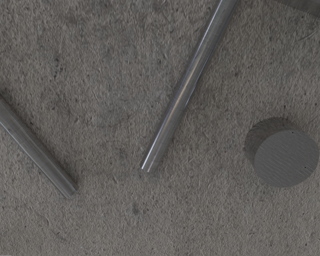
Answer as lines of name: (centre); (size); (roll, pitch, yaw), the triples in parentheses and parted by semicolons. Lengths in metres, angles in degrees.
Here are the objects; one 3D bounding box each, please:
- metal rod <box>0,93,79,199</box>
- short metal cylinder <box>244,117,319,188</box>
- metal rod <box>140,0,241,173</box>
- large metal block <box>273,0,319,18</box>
metal rod: (-0.207, -0.026, 0.398); (0.025, 0.025, 0.299); (-31, 107, 11)
short metal cylinder: (0.158, 0.031, 0.409); (0.081, 0.050, 0.079); (0, 110, 0)
metal rod: (0.044, -0.073, 0.383); (0.025, 0.025, 0.298); (23, 108, -8)
large metal block: (0.168, -0.152, 0.326); (0.080, 0.080, 0.050); (17, 109, -7)
